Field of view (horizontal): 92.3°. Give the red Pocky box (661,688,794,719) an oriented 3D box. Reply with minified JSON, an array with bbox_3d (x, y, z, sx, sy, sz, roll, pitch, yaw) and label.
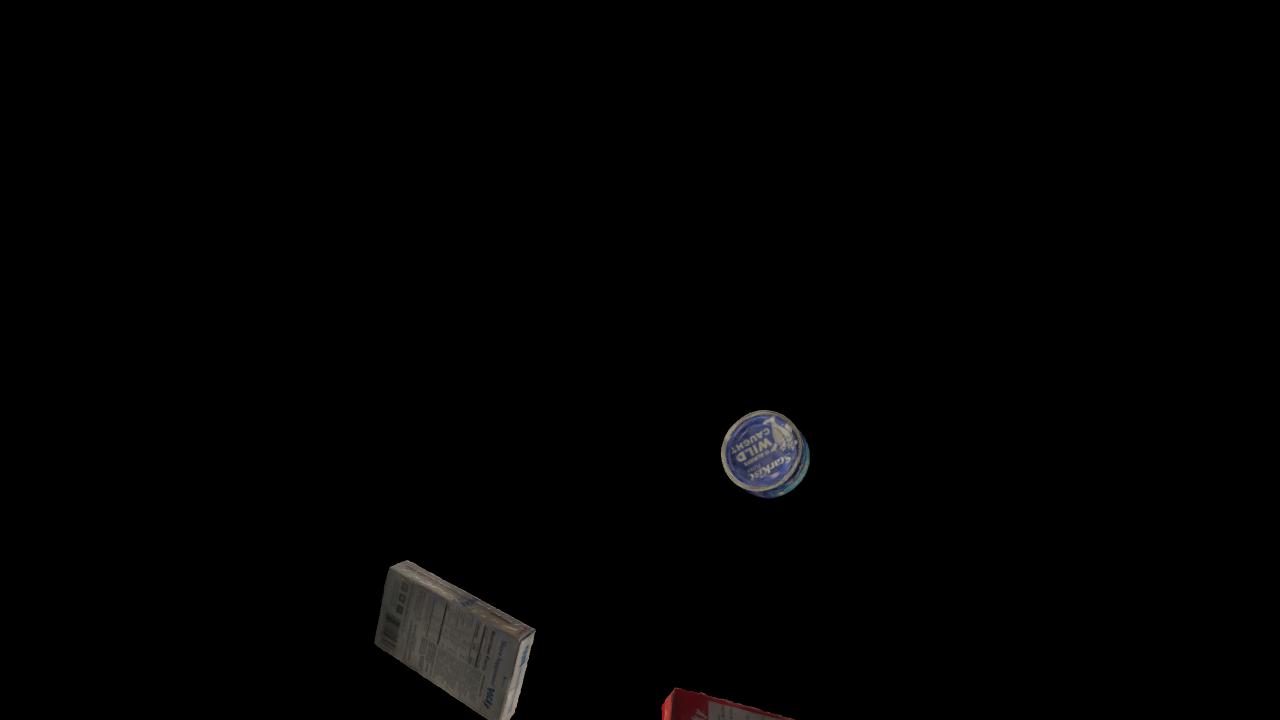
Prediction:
[{"bbox_3d":[0.084,0.255,0.357,0.155,0.028,0.083,18,38,-5],"label":"red Pocky box"}]

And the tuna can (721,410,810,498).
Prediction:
[{"bbox_3d":[0.127,0.096,0.621,0.084,0.084,0.034,0,-26,34],"label":"tuna can"}]

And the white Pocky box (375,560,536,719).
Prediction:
[{"bbox_3d":[-0.171,0.250,0.553,0.154,0.084,0.028,17,8,23],"label":"white Pocky box"}]
